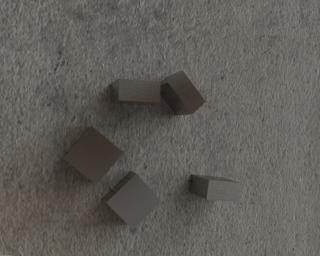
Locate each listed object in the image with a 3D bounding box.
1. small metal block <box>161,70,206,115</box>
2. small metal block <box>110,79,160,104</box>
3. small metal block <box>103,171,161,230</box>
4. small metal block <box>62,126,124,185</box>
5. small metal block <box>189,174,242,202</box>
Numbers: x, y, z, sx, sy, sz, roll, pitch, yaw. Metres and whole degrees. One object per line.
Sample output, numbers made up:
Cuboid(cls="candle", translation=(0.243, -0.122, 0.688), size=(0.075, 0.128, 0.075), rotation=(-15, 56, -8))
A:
Cuboid(cls="small metal block", translation=(0.025, -0.044, 0.406), size=(0.025, 0.050, 0.050), rotation=(-42, 104, -15))
Cuboid(cls="small metal block", translation=(-0.032, -0.044, 0.385), size=(0.050, 0.050, 0.025), rotation=(1, 90, -20))
Cuboid(cls="small metal block", translation=(-0.036, 0.092, 0.397), size=(0.050, 0.025, 0.050), rotation=(-43, 104, -15))
Cuboid(cls="small metal block", translation=(-0.082, 0.033, 0.379), size=(0.050, 0.025, 0.050), rotation=(43, 76, -16))
Cuboid(cls="small metal block", translation=(0.075, 0.082, 0.425), size=(0.050, 0.050, 0.025), rotation=(9, 87, -20))
